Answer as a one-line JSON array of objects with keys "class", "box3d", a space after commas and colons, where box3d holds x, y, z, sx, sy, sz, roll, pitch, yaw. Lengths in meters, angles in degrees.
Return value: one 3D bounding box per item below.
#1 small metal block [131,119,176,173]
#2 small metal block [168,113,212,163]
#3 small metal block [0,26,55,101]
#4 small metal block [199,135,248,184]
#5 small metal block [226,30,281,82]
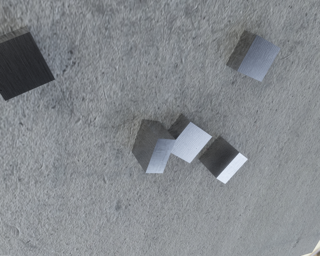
[{"class": "small metal block", "box3d": [-0.010, 0.023, 0.400, 0.025, 0.050, 0.050, 6, 115, -31]}, {"class": "small metal block", "box3d": [0.036, 0.015, 0.436, 0.050, 0.025, 0.050, 32, 101, -38]}, {"class": "small metal block", "box3d": [-0.137, -0.061, 0.294, 0.050, 0.025, 0.050, -27, 128, -12]}, {"class": "small metal block", "box3d": [0.095, 0.047, 0.472, 0.025, 0.050, 0.050, 35, 99, -39]}, {"class": "small metal block", "box3d": [0.125, -0.096, 0.416, 0.050, 0.025, 0.050, 14, 111, -34]}]
